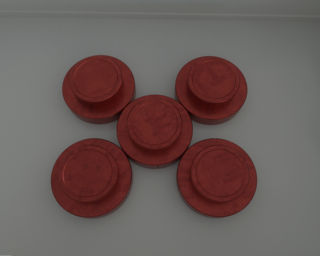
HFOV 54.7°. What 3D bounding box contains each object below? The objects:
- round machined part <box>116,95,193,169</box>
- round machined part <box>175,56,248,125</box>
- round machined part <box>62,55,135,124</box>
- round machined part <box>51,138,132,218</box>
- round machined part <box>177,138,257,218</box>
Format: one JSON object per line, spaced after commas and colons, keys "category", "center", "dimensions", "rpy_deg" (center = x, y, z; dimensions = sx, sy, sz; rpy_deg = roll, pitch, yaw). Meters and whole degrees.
{"category": "round machined part", "center": [-0.007, 0.000, 0.398], "dimensions": [0.099, 0.042, 0.098], "rpy_deg": [0, 70, -1]}
{"category": "round machined part", "center": [0.070, -0.057, 0.421], "dimensions": [0.099, 0.042, 0.098], "rpy_deg": [0, 70, -1]}
{"category": "round machined part", "center": [-0.083, -0.058, 0.419], "dimensions": [0.099, 0.042, 0.098], "rpy_deg": [0, 70, -1]}
{"category": "round machined part", "center": [-0.084, 0.059, 0.377], "dimensions": [0.099, 0.042, 0.098], "rpy_deg": [0, 70, -1]}
{"category": "round machined part", "center": [0.070, 0.058, 0.379], "dimensions": [0.099, 0.042, 0.098], "rpy_deg": [0, 70, -1]}
